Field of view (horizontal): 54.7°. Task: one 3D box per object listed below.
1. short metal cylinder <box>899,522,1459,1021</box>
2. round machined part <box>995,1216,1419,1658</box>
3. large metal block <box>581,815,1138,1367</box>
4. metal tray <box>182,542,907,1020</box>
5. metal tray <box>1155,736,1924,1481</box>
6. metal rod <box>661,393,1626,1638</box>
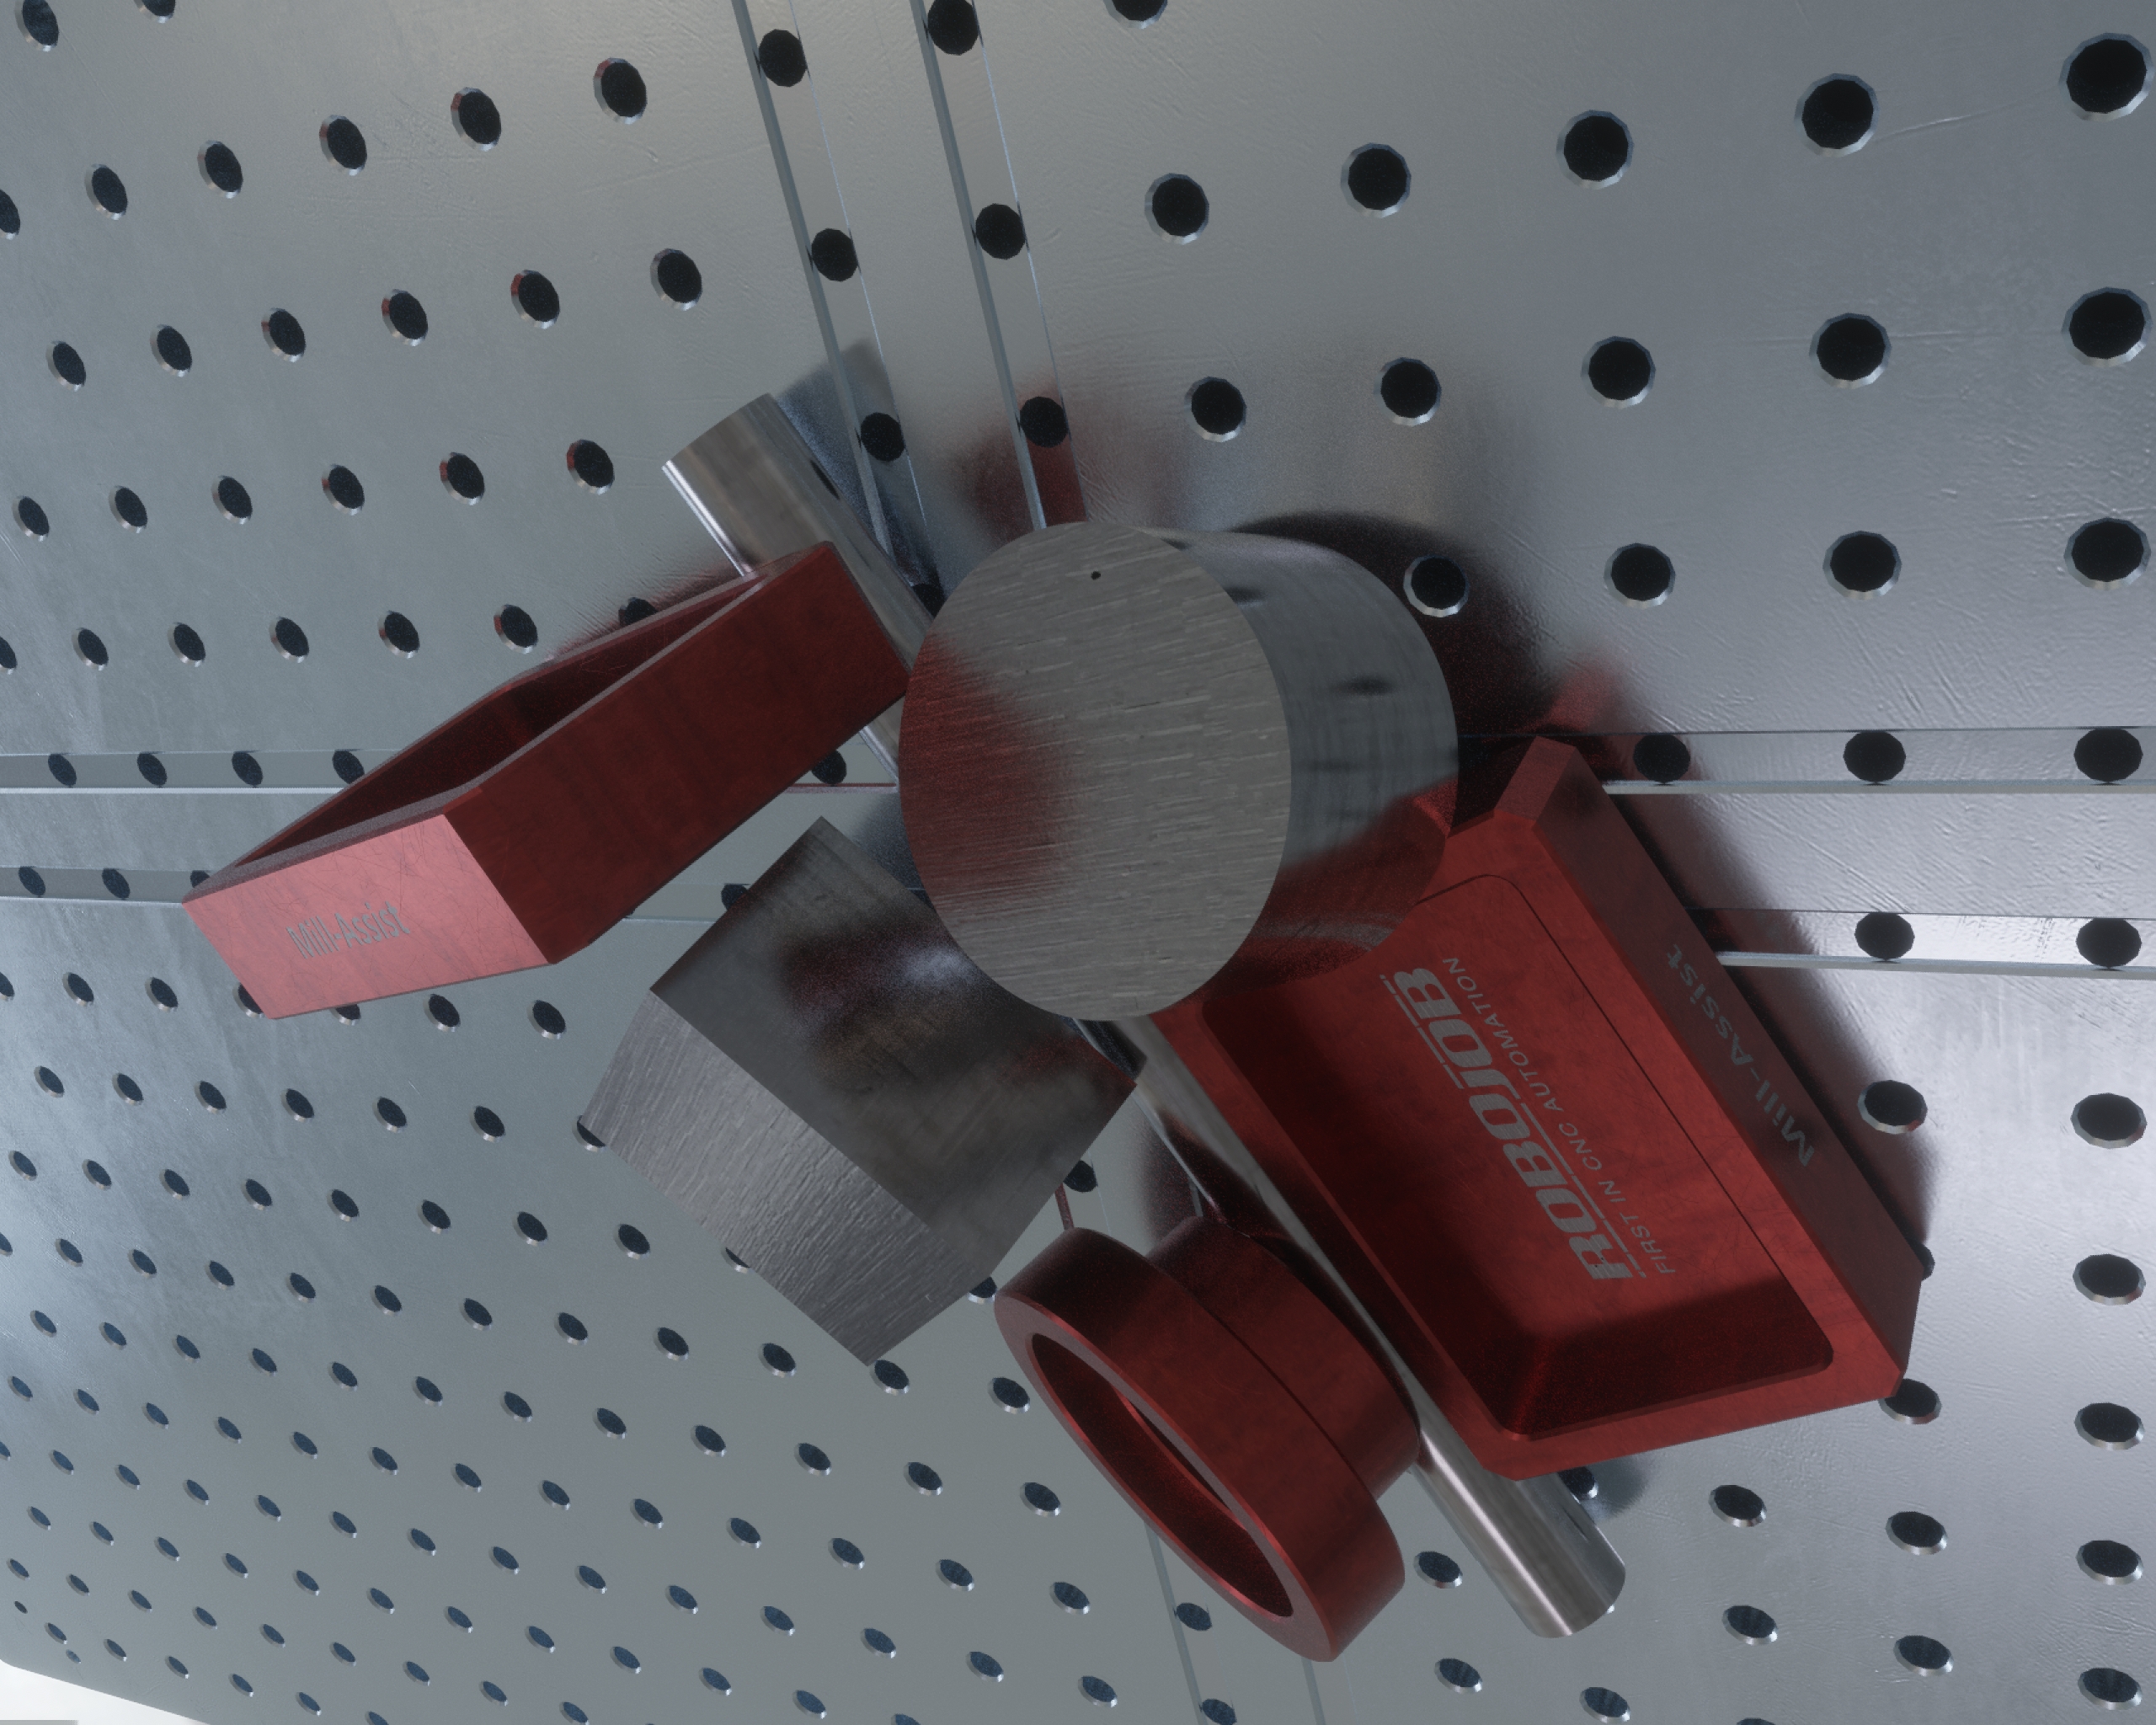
[{"bbox_3d":[0.016,-0.016,0.353,0.080,0.050,0.079,5,97,39],"label":"short metal cylinder"},{"bbox_3d":[0.031,0.112,0.430,0.098,0.042,0.098,42,159,21],"label":"round machined part"},{"bbox_3d":[-0.047,0.049,0.422,0.080,0.050,0.080,41,147,0],"label":"large metal block"},{"bbox_3d":[-0.102,-0.013,0.392,0.130,0.090,0.030,-11,115,48],"label":"metal tray"},{"bbox_3d":[0.084,0.051,0.390,0.090,0.030,0.130,-28,103,37],"label":"metal tray"},{"bbox_3d":[0.019,0.038,0.419,0.025,0.025,0.299,-28,103,37],"label":"metal rod"}]
